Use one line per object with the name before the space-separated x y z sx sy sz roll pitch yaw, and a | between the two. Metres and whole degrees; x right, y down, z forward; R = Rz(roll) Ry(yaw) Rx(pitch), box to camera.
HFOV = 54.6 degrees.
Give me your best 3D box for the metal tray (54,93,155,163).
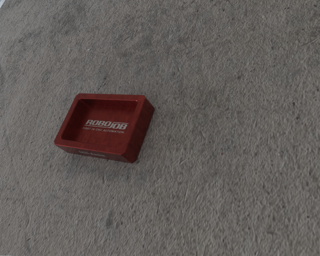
metal tray | -0.081 -0.004 0.446 0.130 0.030 0.090 5 64 30
